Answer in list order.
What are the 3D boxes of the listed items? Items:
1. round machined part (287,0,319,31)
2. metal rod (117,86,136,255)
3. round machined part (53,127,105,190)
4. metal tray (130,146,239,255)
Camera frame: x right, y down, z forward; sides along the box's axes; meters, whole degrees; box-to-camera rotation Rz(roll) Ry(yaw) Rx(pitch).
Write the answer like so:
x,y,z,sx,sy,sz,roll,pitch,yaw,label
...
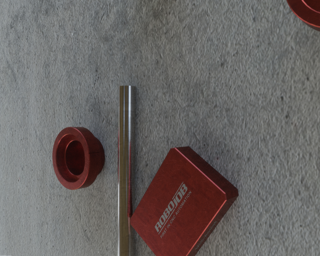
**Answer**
x,y,z,sx,sy,sz,roll,pitch,yaw,label
0.161,-0.128,0.260,0.098,0.042,0.097,0,90,39,round machined part
-0.048,0.090,0.442,0.025,0.025,0.298,1,90,39,metal rod
-0.126,0.047,0.495,0.098,0.042,0.097,0,90,39,round machined part
0.024,0.099,0.380,0.090,0.030,0.129,42,115,31,metal tray
